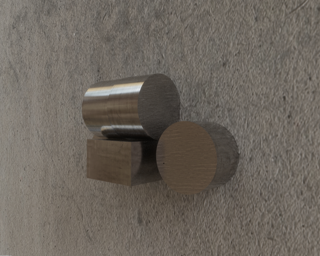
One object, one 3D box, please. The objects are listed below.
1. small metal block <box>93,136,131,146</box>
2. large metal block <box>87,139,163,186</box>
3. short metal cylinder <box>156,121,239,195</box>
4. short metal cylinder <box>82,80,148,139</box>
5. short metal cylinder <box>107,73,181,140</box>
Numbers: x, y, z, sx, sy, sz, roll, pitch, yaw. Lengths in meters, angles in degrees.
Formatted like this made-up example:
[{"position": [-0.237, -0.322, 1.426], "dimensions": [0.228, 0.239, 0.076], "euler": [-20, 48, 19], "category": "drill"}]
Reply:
[{"position": [-0.077, 0.025, 0.471], "dimensions": [0.050, 0.025, 0.050], "euler": [45, 117, 30], "category": "small metal block"}, {"position": [-0.037, 0.040, 0.402], "dimensions": [0.080, 0.081, 0.050], "euler": [1, 91, 40], "category": "large metal block"}, {"position": [0.043, 0.032, 0.355], "dimensions": [0.080, 0.050, 0.079], "euler": [0, 90, 40], "category": "short metal cylinder"}, {"position": [-0.057, -0.025, 0.418], "dimensions": [0.050, 0.081, 0.079], "euler": [1, 91, 40], "category": "short metal cylinder"}, {"position": [-0.018, -0.026, 0.386], "dimensions": [0.050, 0.081, 0.079], "euler": [1, 91, 40], "category": "short metal cylinder"}]
